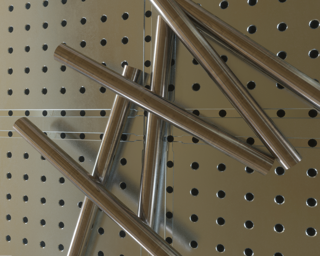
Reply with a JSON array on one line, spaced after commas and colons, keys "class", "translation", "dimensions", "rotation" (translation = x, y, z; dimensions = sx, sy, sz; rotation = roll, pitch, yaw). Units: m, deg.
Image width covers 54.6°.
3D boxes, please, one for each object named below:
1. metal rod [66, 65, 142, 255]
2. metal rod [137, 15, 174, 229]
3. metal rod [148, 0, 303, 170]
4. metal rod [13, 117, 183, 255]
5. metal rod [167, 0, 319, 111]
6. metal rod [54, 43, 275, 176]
[{"class": "metal rod", "translation": [-0.082, 0.058, 0.442], "dimensions": [0.025, 0.025, 0.298], "rotation": [20, 97, 19]}, {"class": "metal rod", "translation": [-0.007, 0.003, 0.415], "dimensions": [0.025, 0.025, 0.298], "rotation": [7, 92, 20]}, {"class": "metal rod", "translation": [0.064, -0.078, 0.375], "dimensions": [0.025, 0.025, 0.300], "rotation": [-39, 83, 16]}, {"class": "metal rod", "translation": [-0.091, 0.082, 0.417], "dimensions": [0.300, 0.025, 0.025], "rotation": [37, 102, 16]}, {"class": "metal rod", "translation": [0.087, -0.110, 0.381], "dimensions": [0.300, 0.025, 0.025], "rotation": [39, 103, 15]}, {"class": "metal rod", "translation": [-0.001, -0.027, 0.387], "dimensions": [0.301, 0.025, 0.025], "rotation": [29, 100, 7]}]
